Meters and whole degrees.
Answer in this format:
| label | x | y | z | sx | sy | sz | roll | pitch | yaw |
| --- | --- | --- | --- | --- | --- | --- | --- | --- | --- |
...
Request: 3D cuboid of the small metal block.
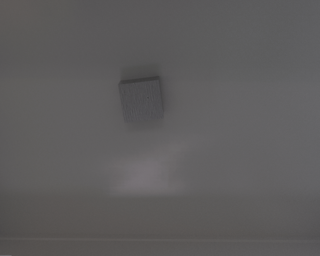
| label | x | y | z | sx | sy | sz | roll | pitch | yaw |
| --- | --- | --- | --- | --- | --- | --- | --- | --- | --- |
| small metal block | -0.023 | -0.037 | 0.397 | 0.050 | 0.025 | 0.050 | -7 | 110 | 2 |
